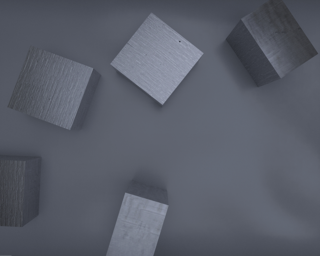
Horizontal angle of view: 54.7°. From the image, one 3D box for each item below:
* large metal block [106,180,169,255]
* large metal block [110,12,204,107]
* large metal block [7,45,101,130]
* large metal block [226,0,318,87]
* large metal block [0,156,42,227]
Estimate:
[{"bbox_3d":[-0.026,0.117,0.384,0.050,0.080,0.080,17,90,0],"label":"large metal block"},{"bbox_3d":[-0.004,-0.084,0.399,0.080,0.050,0.080,38,90,0],"label":"large metal block"},{"bbox_3d":[-0.132,-0.049,0.398,0.080,0.050,0.080,20,90,0],"label":"large metal block"},{"bbox_3d":[0.133,-0.102,0.385,0.050,0.080,0.080,-34,90,0],"label":"large metal block"},{"bbox_3d":[-0.204,0.077,0.397,0.080,0.050,0.080,3,90,0],"label":"large metal block"}]
